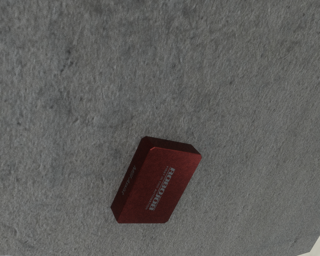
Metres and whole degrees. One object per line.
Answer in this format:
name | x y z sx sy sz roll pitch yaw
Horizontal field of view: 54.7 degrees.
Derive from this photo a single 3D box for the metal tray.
metal tray | -0.006 0.080 0.452 0.091 0.030 0.129 12 112 -34
